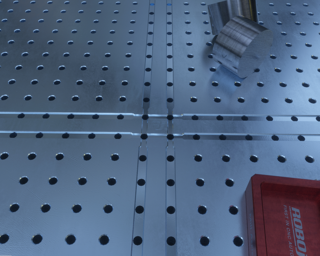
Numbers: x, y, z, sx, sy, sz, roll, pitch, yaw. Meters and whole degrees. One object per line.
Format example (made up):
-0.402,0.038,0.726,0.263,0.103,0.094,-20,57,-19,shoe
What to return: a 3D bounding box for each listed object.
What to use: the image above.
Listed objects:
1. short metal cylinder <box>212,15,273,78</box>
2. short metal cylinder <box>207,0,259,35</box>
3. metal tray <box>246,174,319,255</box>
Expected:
0.127,-0.125,0.477,0.080,0.080,0.050,-34,58,-25,short metal cylinder
0.126,-0.195,0.533,0.080,0.050,0.080,-12,19,5,short metal cylinder
0.137,0.113,0.310,0.091,0.030,0.130,6,50,4,metal tray
